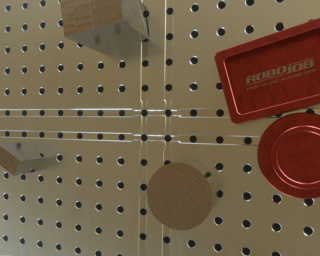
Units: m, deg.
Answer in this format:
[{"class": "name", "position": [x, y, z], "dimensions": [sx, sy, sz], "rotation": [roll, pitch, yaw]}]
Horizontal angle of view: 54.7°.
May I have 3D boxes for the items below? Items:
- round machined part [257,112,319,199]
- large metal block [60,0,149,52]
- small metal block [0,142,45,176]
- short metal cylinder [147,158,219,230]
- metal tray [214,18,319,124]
[{"class": "round machined part", "position": [0.160, 0.031, 0.347], "dimensions": [0.098, 0.042, 0.097], "rotation": [0, 90, 19]}, {"class": "large metal block", "position": [-0.070, -0.142, 0.407], "dimensions": [0.080, 0.080, 0.050], "rotation": [-9, 87, 19]}, {"class": "small metal block", "position": [-0.217, 0.046, 0.474], "dimensions": [0.050, 0.050, 0.025], "rotation": [31, 100, 17]}, {"class": "short metal cylinder", "position": [0.030, 0.080, 0.388], "dimensions": [0.080, 0.050, 0.079], "rotation": [0, 90, 19]}, {"class": "metal tray", "position": [0.139, -0.063, 0.360], "dimensions": [0.130, 0.030, 0.090], "rotation": [-15, 85, 19]}]
